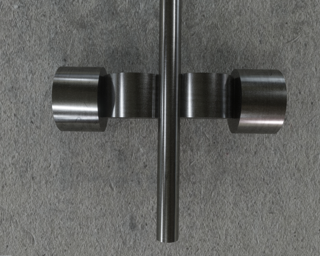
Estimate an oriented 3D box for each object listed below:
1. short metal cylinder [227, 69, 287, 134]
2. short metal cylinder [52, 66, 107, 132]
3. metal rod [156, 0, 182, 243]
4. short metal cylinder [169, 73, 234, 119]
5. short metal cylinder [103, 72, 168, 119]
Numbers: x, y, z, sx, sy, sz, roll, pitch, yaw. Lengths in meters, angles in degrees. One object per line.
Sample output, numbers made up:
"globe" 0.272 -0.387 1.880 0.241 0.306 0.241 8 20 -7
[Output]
"short metal cylinder" 0.116 -0.033 0.385 0.050 0.080 0.080 1 90 0
"short metal cylinder" -0.095 -0.035 0.383 0.050 0.080 0.080 1 90 0
"metal rod" 0.010 -0.024 0.350 0.025 0.025 0.298 1 90 0
"short metal cylinder" 0.050 -0.037 0.384 0.081 0.080 0.050 1 90 0
"short metal cylinder" -0.030 -0.037 0.383 0.081 0.080 0.050 1 90 0
